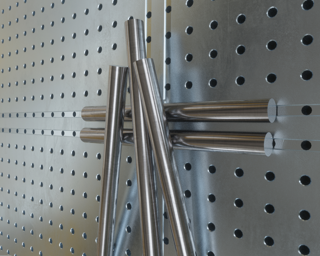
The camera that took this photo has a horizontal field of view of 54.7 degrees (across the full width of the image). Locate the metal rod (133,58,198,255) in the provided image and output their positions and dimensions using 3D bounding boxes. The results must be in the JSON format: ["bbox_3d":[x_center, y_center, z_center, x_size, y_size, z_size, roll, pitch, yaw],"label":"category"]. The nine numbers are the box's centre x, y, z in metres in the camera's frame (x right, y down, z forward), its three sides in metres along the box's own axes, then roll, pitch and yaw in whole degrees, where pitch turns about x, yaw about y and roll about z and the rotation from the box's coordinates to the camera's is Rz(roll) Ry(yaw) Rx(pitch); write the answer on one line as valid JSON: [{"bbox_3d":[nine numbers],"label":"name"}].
[{"bbox_3d":[0.012,0.065,0.373,0.025,0.025,0.298,-14,89,39],"label":"metal rod"}]

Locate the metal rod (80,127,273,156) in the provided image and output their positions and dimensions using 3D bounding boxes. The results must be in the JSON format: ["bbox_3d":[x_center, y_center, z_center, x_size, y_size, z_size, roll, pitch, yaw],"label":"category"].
[{"bbox_3d":[-0.005,0.014,0.412,0.300,0.025,0.025,1,91,39],"label":"metal rod"}]

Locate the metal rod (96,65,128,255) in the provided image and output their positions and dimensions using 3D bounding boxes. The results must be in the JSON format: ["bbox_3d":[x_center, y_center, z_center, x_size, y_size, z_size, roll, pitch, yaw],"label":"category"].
[{"bbox_3d":[-0.070,0.062,0.441,0.025,0.025,0.298,18,108,38],"label":"metal rod"}]

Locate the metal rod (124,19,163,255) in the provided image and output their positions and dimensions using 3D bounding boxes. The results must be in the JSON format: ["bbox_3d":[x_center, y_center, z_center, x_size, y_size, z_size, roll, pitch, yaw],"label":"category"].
[{"bbox_3d":[-0.021,0.011,0.393,0.025,0.025,0.298,-8,85,39],"label":"metal rod"}]

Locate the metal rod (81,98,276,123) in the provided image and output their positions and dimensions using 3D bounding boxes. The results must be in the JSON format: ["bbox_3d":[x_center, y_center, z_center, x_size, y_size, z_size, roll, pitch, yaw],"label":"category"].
[{"bbox_3d":[-0.002,-0.020,0.410,0.300,0.025,0.025,1,91,39],"label":"metal rod"}]
